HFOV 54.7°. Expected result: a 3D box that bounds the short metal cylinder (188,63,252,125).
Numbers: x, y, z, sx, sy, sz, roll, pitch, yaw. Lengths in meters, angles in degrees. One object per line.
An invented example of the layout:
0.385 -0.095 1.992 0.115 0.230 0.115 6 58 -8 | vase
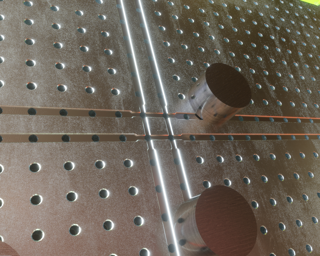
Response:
0.091 -0.052 0.472 0.081 0.050 0.080 14 56 -21 | short metal cylinder

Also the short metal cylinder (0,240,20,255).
-0.146 0.128 0.235 0.081 0.050 0.080 14 56 -21 | short metal cylinder

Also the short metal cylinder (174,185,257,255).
0.063 0.112 0.357 0.081 0.050 0.080 14 56 -21 | short metal cylinder
